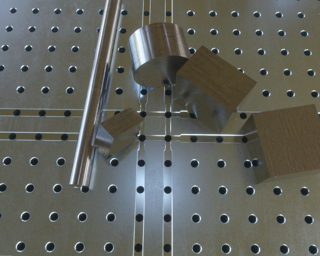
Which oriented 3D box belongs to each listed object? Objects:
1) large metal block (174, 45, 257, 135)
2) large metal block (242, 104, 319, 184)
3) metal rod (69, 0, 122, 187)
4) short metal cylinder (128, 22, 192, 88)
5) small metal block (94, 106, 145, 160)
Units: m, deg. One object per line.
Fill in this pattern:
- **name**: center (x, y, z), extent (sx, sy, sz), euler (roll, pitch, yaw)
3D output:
- **large metal block**: center (0.066, -0.046, 0.400), extent (0.080, 0.080, 0.050), euler (38, 74, 12)
- **large metal block**: center (0.159, 0.021, 0.393), extent (0.081, 0.050, 0.080), euler (-9, 70, -4)
- **metal rod**: center (-0.086, -0.068, 0.435), extent (0.025, 0.025, 0.299), euler (6, 70, 2)
- **short metal cylinder**: center (0.000, -0.096, 0.418), extent (0.081, 0.080, 0.050), euler (-10, 71, -4)
- **small metal block**: center (-0.052, 0.006, 0.387), extent (0.025, 0.050, 0.050), euler (45, 52, 14)
